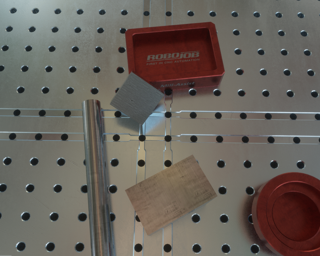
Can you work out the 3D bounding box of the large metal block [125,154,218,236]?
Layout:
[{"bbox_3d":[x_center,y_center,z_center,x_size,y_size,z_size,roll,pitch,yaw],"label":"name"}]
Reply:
[{"bbox_3d":[0.011,0.080,0.354,0.080,0.080,0.050,-27,73,-10],"label":"large metal block"}]

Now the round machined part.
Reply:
[{"bbox_3d":[0.158,0.105,0.366,0.099,0.042,0.098,0,70,-1],"label":"round machined part"}]

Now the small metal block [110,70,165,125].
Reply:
[{"bbox_3d":[-0.030,-0.040,0.406,0.050,0.025,0.050,34,101,-13],"label":"small metal block"}]

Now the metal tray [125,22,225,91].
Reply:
[{"bbox_3d":[0.019,-0.102,0.446,0.131,0.030,0.090,-6,70,-3],"label":"metal tray"}]

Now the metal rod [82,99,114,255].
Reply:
[{"bbox_3d":[-0.073,0.105,0.372,0.025,0.025,0.299,-8,70,-3],"label":"metal rod"}]
